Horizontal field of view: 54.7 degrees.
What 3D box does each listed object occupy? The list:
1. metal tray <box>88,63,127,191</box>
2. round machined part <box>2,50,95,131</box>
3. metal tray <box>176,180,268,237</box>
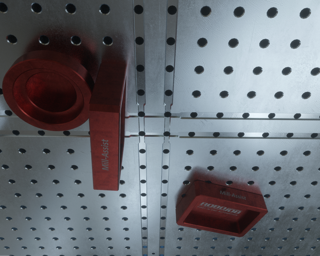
[{"bbox_3d":[-0.059,0.001,0.368,0.030,0.090,0.129,4,130,-4],"label":"metal tray"},{"bbox_3d":[-0.123,-0.046,0.360,0.099,0.042,0.097,-1,130,0],"label":"round machined part"},{"bbox_3d":[0.103,0.141,0.530,0.131,0.030,0.089,15,128,-13],"label":"metal tray"}]
